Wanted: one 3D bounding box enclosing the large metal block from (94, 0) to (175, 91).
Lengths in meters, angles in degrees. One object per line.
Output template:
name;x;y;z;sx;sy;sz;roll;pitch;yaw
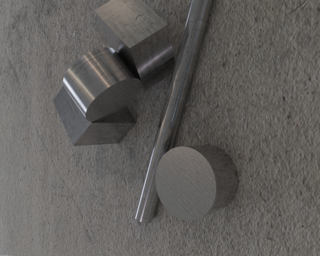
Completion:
large metal block;-0.028;-0.106;0.383;0.050;0.080;0.080;-35;62;-9

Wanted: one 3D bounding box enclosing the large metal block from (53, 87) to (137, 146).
large metal block;-0.094;-0.023;0.447;0.050;0.081;0.080;-46;63;30

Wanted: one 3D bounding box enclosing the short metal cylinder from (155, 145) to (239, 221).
short metal cylinder;0.042;0.060;0.354;0.080;0.050;0.080;0;90;40

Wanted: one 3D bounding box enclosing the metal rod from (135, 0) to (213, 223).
metal rod;0.015;-0.018;0.392;0.025;0.025;0.298;24;105;37

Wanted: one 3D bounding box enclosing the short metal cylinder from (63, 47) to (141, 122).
short metal cylinder;-0.070;-0.052;0.383;0.080;0.081;0.050;-46;74;30
